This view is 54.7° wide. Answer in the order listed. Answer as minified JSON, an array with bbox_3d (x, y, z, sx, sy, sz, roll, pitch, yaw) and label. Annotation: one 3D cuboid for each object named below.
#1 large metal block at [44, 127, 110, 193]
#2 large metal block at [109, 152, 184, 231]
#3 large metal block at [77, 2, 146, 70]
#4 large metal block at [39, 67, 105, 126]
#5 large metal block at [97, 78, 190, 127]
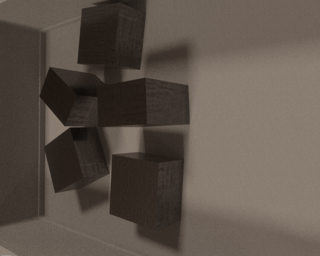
[{"bbox_3d":[-0.135,0.051,0.499,0.080,0.050,0.080,-30,71,35],"label":"large metal block"},{"bbox_3d":[-0.018,0.077,0.404,0.080,0.050,0.079,5,93,39],"label":"large metal block"},{"bbox_3d":[-0.071,-0.128,0.447,0.080,0.050,0.079,11,97,39],"label":"large metal block"},{"bbox_3d":[-0.119,-0.046,0.467,0.080,0.081,0.050,42,115,31],"label":"large metal block"},{"bbox_3d":[-0.020,-0.028,0.385,0.080,0.081,0.050,-3,88,39],"label":"large metal block"}]
